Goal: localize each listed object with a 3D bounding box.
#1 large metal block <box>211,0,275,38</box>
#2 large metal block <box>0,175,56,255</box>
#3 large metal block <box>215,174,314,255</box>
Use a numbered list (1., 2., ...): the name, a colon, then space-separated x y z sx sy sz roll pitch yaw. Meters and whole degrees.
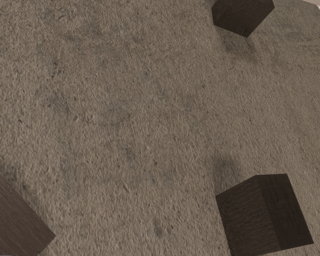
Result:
1. large metal block: 0.158 -0.232 0.598 0.081 0.080 0.050 13 57 -22
2. large metal block: -0.148 0.092 0.252 0.080 0.050 0.080 46 51 4
3. large metal block: 0.119 0.107 0.370 0.050 0.080 0.080 2 61 -28
